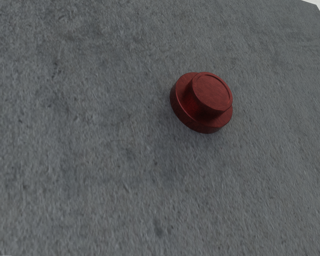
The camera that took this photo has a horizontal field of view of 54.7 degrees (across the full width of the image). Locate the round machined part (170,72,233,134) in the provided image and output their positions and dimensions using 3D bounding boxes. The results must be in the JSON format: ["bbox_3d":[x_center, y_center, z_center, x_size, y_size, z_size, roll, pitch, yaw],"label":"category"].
[{"bbox_3d":[0.068,-0.044,0.458,0.099,0.042,0.098,14,56,-21],"label":"round machined part"}]
